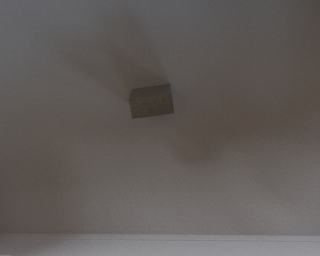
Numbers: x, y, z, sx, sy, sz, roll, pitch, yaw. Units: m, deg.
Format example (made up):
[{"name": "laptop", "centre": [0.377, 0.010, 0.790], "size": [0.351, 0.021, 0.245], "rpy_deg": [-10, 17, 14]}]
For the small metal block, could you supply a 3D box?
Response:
[{"name": "small metal block", "centre": [-0.010, -0.034, 0.385], "size": [0.050, 0.050, 0.025], "rpy_deg": [-8, 110, 3]}]
